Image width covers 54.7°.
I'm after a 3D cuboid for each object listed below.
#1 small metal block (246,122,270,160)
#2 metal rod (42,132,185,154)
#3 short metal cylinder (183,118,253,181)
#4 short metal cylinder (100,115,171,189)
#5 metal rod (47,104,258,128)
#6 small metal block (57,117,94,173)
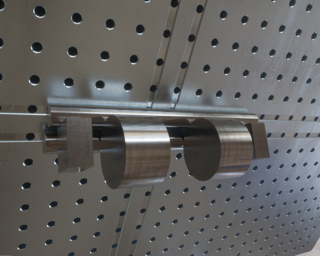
[{"bbox_3d":[0.127,0.022,0.449,0.025,0.050,0.050,1,77,-28],"label":"small metal block"},{"bbox_3d":[0.001,0.018,0.423,0.303,0.025,0.025,1,118,-29],"label":"metal rod"},{"bbox_3d":[0.073,0.027,0.404,0.050,0.080,0.079,1,118,-29],"label":"short metal cylinder"},{"bbox_3d":[-0.030,0.026,0.347,0.050,0.080,0.079,1,118,-29],"label":"short metal cylinder"},{"bbox_3d":[0.012,-0.012,0.410,0.303,0.025,0.025,1,118,-29],"label":"metal rod"},{"bbox_3d":[-0.091,0.020,0.329,0.025,0.050,0.050,1,76,-29],"label":"small metal block"}]
